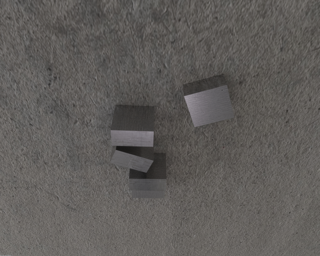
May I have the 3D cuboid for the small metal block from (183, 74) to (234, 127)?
[{"bbox_3d":[0.060,-0.033,0.380,0.050,0.025,0.050,-14,129,11],"label":"small metal block"}]

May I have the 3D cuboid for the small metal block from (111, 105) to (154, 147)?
[{"bbox_3d":[-0.033,-0.003,0.387,0.050,0.050,0.025,2,130,-2],"label":"small metal block"}]

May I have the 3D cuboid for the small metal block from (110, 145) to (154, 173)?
[{"bbox_3d":[-0.036,0.027,0.413,0.050,0.050,0.025,18,128,-15],"label":"small metal block"}]

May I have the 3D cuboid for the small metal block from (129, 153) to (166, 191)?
[{"bbox_3d":[-0.017,0.062,0.443,0.050,0.050,0.025,1,130,-1],"label":"small metal block"}]

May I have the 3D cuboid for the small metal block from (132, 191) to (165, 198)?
[{"bbox_3d":[-0.018,0.083,0.477,0.050,0.025,0.050,1,130,-1],"label":"small metal block"}]
